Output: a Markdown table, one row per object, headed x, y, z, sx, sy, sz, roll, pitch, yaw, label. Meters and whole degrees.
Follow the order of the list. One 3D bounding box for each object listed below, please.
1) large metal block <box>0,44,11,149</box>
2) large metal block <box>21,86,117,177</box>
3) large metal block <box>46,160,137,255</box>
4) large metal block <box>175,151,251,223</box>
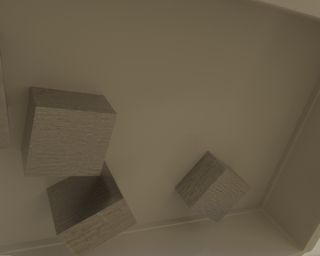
| x | y | z | sx | sy | sz | roll | pitch | yaw | label |
| --- | --- | --- | --- | --- | --- | --- | --- | --- | --- |
| -0.161 | -0.034 | 0.264 | 0.050 | 0.080 | 0.079 | -6 | 121 | -25 | large metal block |
| -0.102 | 0.006 | 0.340 | 0.081 | 0.050 | 0.079 | 5 | 116 | -31 | large metal block |
| -0.086 | 0.097 | 0.386 | 0.080 | 0.080 | 0.050 | -27 | 128 | -11 | large metal block |
| 0.086 | 0.096 | 0.498 | 0.080 | 0.050 | 0.080 | -49 | 129 | 6 | large metal block |
